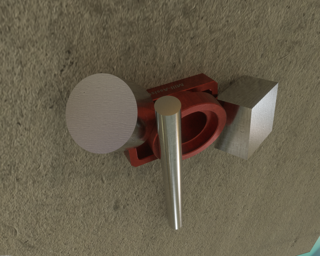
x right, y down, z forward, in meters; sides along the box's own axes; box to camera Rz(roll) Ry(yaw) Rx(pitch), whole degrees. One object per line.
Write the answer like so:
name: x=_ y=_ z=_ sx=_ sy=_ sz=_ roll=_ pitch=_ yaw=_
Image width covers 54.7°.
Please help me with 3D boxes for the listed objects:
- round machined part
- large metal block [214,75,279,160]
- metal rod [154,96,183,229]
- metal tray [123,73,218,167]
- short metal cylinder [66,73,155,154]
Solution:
round machined part: x=0.028 y=-0.006 z=0.379 sx=0.099 sy=0.042 sz=0.097 roll=-19 pitch=142 yaw=-16
large metal block: x=0.118 y=-0.017 z=0.427 sx=0.080 sy=0.050 sz=0.079 roll=-38 pitch=135 yaw=-38
metal rod: x=0.017 y=0.069 z=0.405 sx=0.025 sy=0.025 sz=0.299 roll=-25 pitch=145 yaw=-14
metal tray: x=0.013 y=-0.011 z=0.407 sx=0.131 sy=0.030 sz=0.089 roll=-19 pitch=126 yaw=-18
short metal cylinder: x=-0.051 y=-0.014 z=0.329 sx=0.080 sy=0.080 sz=0.050 roll=-55 pitch=164 yaw=11
